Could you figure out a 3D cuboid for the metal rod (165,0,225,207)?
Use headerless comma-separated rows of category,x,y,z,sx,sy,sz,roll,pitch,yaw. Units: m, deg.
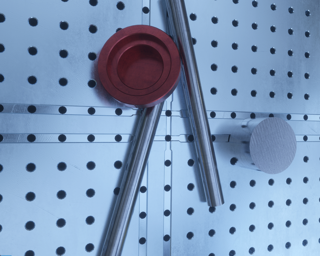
metal rod,0.049,-0.038,0.430,0.025,0.025,0.298,-14,95,-20

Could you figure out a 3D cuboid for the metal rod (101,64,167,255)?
metal rod,-0.033,0.057,0.400,0.025,0.025,0.299,18,84,-19

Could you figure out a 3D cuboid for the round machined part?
round machined part,-0.023,-0.072,0.381,0.099,0.042,0.097,-1,83,6

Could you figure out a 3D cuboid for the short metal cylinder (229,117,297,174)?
short metal cylinder,0.150,0.024,0.454,0.081,0.050,0.080,0,90,-20
